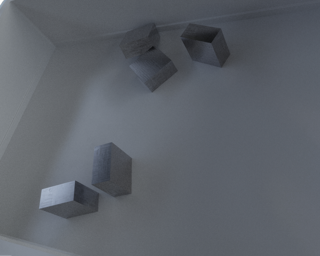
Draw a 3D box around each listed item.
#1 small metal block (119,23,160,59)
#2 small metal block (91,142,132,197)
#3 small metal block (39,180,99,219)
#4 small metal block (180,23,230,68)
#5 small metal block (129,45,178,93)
[{"bbox_3d":[-0.032,-0.140,0.497,0.050,0.025,0.050,-11,38,22],"label":"small metal block"},{"bbox_3d":[-0.059,0.053,0.386,0.025,0.050,0.050,-16,56,19],"label":"small metal block"},{"bbox_3d":[-0.113,0.092,0.391,0.050,0.050,0.025,-17,55,18],"label":"small metal block"},{"bbox_3d":[0.063,-0.113,0.425,0.050,0.050,0.025,24,75,36],"label":"small metal block"},{"bbox_3d":[-0.010,-0.089,0.464,0.050,0.025,0.050,-40,52,0],"label":"small metal block"}]
